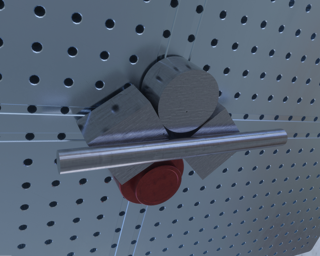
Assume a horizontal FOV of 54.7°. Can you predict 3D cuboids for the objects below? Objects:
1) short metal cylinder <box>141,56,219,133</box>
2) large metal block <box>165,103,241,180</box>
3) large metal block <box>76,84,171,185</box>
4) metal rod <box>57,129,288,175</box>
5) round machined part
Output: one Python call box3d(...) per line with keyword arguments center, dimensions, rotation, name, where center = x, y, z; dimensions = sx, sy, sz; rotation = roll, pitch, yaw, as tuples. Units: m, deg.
box3d(center=(0.024, -0.041, 0.378), dimensions=(0.081, 0.050, 0.079), rotation=(-14, 124, -21), name="short metal cylinder")
box3d(center=(0.060, 0.012, 0.427), dimensions=(0.080, 0.050, 0.080), rotation=(-40, 130, 0), name="large metal block")
box3d(center=(-0.039, 0.008, 0.374), dimensions=(0.080, 0.050, 0.080), rotation=(-35, 131, -6), name="large metal block")
box3d(center=(0.035, 0.023, 0.373), dimensions=(0.303, 0.025, 0.025), rotation=(-4, 121, -26), name="metal rod")
box3d(center=(-0.009, 0.069, 0.433), dimensions=(0.099, 0.042, 0.097), rotation=(-14, 124, -21), name="round machined part")
